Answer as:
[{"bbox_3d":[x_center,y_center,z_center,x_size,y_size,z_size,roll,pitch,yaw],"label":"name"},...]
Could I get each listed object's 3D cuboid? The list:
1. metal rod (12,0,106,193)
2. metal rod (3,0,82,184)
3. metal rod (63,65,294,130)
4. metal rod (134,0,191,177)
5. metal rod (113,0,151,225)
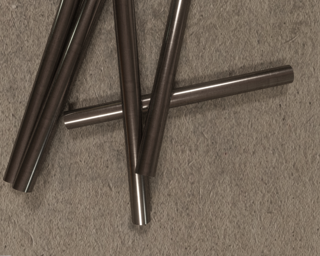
[{"bbox_3d":[-0.123,-0.063,0.399,0.025,0.025,0.299,20,86,-1],"label":"metal rod"},{"bbox_3d":[-0.148,-0.072,0.407,0.025,0.025,0.298,18,90,-1],"label":"metal rod"},{"bbox_3d":[0.025,-0.041,0.410,0.302,0.025,0.025,-12,90,-1],"label":"metal rod"},{"bbox_3d":[0.012,-0.088,0.391,0.025,0.025,0.299,12,82,-1],"label":"metal rod"},{"bbox_3d":[-0.034,-0.024,0.384,0.025,0.025,0.298,-4,100,0],"label":"metal rod"}]
